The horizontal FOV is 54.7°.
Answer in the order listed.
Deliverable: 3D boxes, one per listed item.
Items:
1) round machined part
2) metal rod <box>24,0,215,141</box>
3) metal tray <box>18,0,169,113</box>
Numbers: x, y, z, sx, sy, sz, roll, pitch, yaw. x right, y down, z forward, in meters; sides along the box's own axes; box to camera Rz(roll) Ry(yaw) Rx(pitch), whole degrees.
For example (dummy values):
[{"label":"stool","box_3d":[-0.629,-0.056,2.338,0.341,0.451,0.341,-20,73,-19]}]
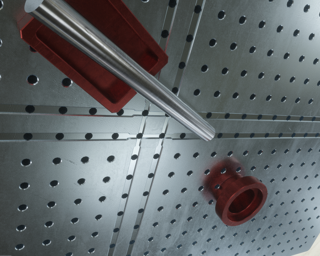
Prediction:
[{"label":"round machined part","box_3d":[0.140,0.125,0.558,0.099,0.042,0.097,-14,125,-21]},{"label":"metal rod","box_3d":[-0.010,-0.043,0.340,0.025,0.025,0.301,-49,142,6]},{"label":"metal tray","box_3d":[-0.062,-0.086,0.321,0.090,0.030,0.130,-45,130,3]}]
